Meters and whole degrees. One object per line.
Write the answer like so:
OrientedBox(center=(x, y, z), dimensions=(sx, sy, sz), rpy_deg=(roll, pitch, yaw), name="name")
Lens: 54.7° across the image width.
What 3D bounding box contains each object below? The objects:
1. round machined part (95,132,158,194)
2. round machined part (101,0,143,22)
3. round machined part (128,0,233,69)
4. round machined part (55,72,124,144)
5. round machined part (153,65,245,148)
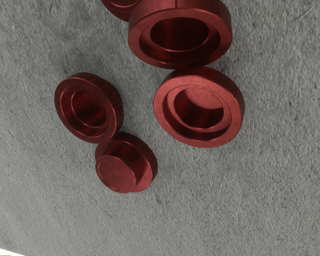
OrientedBox(center=(-0.056, 0.058, 0.462), dimensions=(0.098, 0.042, 0.097), rpy_deg=(13, 124, 21), name="round machined part")
OrientedBox(center=(-0.030, -0.156, 0.315), dimensions=(0.098, 0.042, 0.097), rpy_deg=(13, 124, 21), name="round machined part")
OrientedBox(center=(0.019, -0.100, 0.302), dimensions=(0.099, 0.042, 0.098), rpy_deg=(0, 160, 0), name="round machined part")
OrientedBox(center=(-0.091, -0.031, 0.425), dimensions=(0.098, 0.042, 0.097), rpy_deg=(13, 124, 21), name="round machined part")
OrientedBox(center=(0.046, -0.027, 0.348), dimensions=(0.098, 0.042, 0.097), rpy_deg=(14, 134, 15), name="round machined part")
